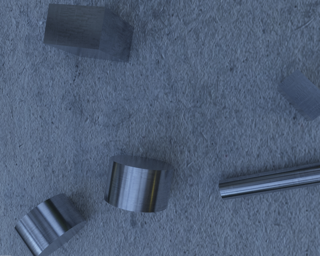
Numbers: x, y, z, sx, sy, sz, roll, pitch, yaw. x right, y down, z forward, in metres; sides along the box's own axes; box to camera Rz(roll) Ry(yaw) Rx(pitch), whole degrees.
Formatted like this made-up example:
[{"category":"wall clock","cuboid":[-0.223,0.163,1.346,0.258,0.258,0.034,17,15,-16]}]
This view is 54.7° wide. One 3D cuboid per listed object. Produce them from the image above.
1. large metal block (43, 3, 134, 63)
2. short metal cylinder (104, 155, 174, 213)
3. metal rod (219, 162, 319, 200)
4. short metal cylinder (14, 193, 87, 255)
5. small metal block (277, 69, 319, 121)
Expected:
[{"category":"large metal block","cuboid":[-0.091,-0.123,0.411,0.080,0.080,0.050,11,94,19]},{"category":"short metal cylinder","cuboid":[-0.026,0.067,0.388,0.080,0.080,0.050,11,94,19]},{"category":"metal rod","cuboid":[0.214,0.042,0.333,0.301,0.025,0.025,-14,86,19]},{"category":"short metal cylinder","cuboid":[-0.151,0.137,0.431,0.080,0.080,0.050,-45,76,14]},{"category":"small metal block","cuboid":[0.157,-0.035,0.340,0.025,0.050,0.050,-44,77,15]}]
